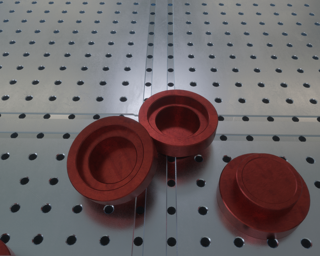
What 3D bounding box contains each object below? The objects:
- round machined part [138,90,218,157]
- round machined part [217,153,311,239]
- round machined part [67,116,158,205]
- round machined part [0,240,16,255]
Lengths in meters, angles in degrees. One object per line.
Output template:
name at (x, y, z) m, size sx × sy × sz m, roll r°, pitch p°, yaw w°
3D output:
round machined part at (0.022, -0.002, 0.397) m, size 0.099 × 0.042 × 0.098 m, roll 1°, pitch 48°, yaw -1°
round machined part at (0.115, 0.067, 0.341) m, size 0.099 × 0.042 × 0.098 m, roll 0°, pitch 50°, yaw 0°
round machined part at (-0.050, 0.039, 0.352) m, size 0.098 × 0.042 × 0.098 m, roll -5°, pitch 64°, yaw 10°
round machined part at (-0.173, 0.147, 0.273) m, size 0.099 × 0.042 × 0.098 m, roll 0°, pitch 50°, yaw 0°
